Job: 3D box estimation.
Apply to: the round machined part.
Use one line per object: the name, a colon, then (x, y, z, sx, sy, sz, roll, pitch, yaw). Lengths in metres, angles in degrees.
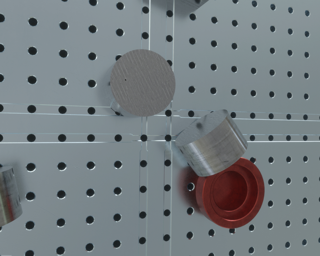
round machined part: (0.095, 0.087, 0.439, 0.099, 0.042, 0.097, 0, 90, -20)

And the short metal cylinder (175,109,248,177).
short metal cylinder: (0.067, 0.019, 0.408, 0.080, 0.080, 0.050, -38, 103, -16)

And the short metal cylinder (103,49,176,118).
short metal cylinder: (-0.027, -0.053, 0.389, 0.081, 0.050, 0.079, 0, 90, -20)

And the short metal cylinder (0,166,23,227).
short metal cylinder: (-0.188, 0.073, 0.314, 0.081, 0.080, 0.050, -12, 94, -20)

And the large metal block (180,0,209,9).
large metal block: (0.038, -0.221, 0.413, 0.081, 0.050, 0.080, 18, 84, -19)
